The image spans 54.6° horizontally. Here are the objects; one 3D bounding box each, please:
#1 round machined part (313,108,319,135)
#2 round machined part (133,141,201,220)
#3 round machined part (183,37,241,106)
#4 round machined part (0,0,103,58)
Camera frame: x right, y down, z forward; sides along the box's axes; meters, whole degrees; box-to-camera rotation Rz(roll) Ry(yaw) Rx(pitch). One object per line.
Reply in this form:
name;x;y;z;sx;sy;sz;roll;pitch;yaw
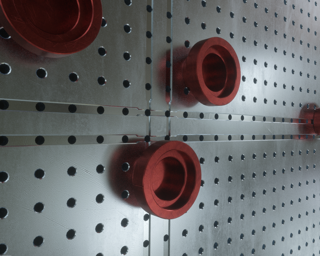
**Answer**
round machined part;0.397;-0.015;0.728;0.099;0.042;0.097;0;90;-40
round machined part;0.005;0.064;0.401;0.099;0.042;0.097;0;90;-40
round machined part;0.072;-0.081;0.457;0.099;0.042;0.097;0;90;-40
round machined part;-0.110;-0.118;0.305;0.099;0.042;0.097;0;90;-40
